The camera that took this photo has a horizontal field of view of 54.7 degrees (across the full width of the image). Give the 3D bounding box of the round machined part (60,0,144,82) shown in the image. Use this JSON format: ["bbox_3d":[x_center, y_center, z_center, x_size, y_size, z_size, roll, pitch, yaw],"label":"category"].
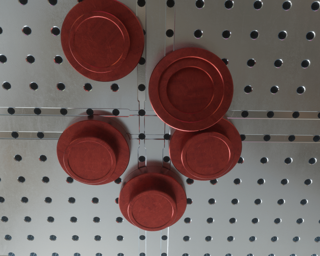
[{"bbox_3d":[-0.068,-0.102,0.366,0.099,0.042,0.097,0,110,-1],"label":"round machined part"}]

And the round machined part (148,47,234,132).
[{"bbox_3d":[0.037,-0.046,0.379,0.099,0.042,0.097,0,95,3],"label":"round machined part"}]

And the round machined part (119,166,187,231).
[{"bbox_3d":[-0.010,0.108,0.444,0.099,0.042,0.097,0,110,-1],"label":"round machined part"}]

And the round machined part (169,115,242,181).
[{"bbox_3d":[0.061,0.029,0.416,0.099,0.042,0.097,0,110,-1],"label":"round machined part"}]

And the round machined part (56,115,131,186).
[{"bbox_3d":[-0.090,0.035,0.416,0.099,0.042,0.097,0,110,-1],"label":"round machined part"}]
